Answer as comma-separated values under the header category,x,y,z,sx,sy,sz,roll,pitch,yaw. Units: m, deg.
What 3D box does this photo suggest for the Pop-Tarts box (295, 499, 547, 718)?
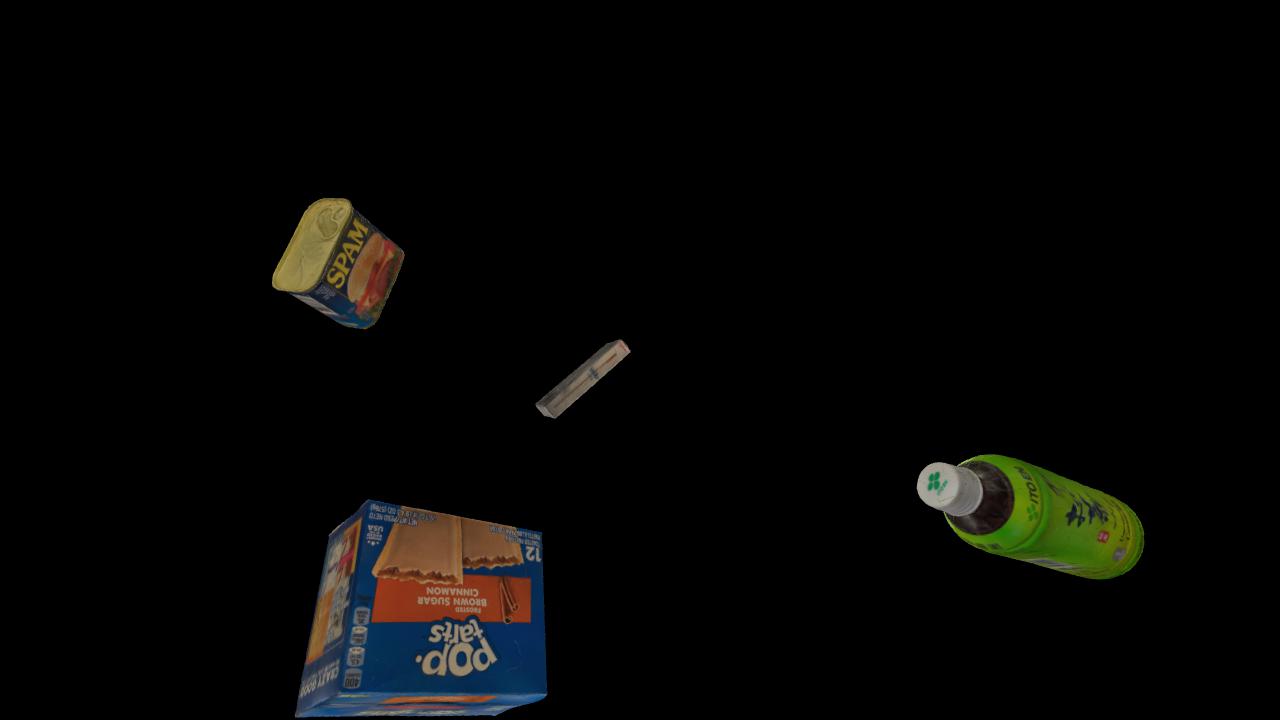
category,x,y,z,sx,sy,sz,roll,pitch,yaw
Pop-Tarts box,-0.169,0.209,0.509,0.167,0.141,0.083,23,-47,-35

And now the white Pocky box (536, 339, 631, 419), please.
category,x,y,z,sx,sy,sz,roll,pitch,yaw
white Pocky box,-0.088,0.028,0.935,0.154,0.028,0.084,-41,10,-16

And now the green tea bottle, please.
category,x,y,z,sx,sy,sz,roll,pitch,yaw
green tea bottle,0.281,0.112,0.447,0.212,0.073,0.073,18,-9,-29

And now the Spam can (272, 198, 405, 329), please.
category,x,y,z,sx,sy,sz,roll,pitch,yaw
Spam can,-0.289,-0.091,0.600,0.058,0.101,0.085,9,-20,22
